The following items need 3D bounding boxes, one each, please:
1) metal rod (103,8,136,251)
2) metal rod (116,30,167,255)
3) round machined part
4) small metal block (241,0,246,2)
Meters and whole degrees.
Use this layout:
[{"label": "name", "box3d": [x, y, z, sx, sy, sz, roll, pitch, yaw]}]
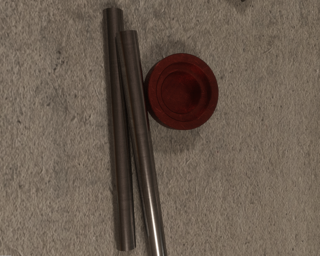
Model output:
[{"label": "metal rod", "box3d": [-0.051, 0.003, 0.390, 0.025, 0.025, 0.298, -4, 91, -20]}, {"label": "metal rod", "box3d": [-0.021, 0.033, 0.388, 0.025, 0.025, 0.298, -11, 99, -20]}, {"label": "round machined part", "box3d": [0.024, -0.046, 0.410, 0.099, 0.042, 0.097, 0, 90, -21]}, {"label": "small metal block", "box3d": [0.124, -0.225, 0.456, 0.050, 0.025, 0.050, 36, 78, -17]}]
